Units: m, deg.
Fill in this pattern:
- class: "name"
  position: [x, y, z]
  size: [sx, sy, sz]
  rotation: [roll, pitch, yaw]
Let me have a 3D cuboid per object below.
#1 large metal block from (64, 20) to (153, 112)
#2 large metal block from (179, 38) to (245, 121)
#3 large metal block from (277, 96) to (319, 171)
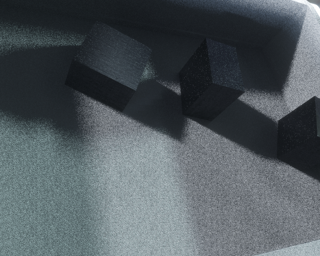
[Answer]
- class: "large metal block"
  position: [-0.065, -0.081, 0.403]
  size: [0.080, 0.050, 0.080]
  rotation: [26, 53, -12]
- class: "large metal block"
  position: [0.071, -0.068, 0.450]
  size: [0.050, 0.080, 0.080]
  rotation: [12, 57, -22]
- class: "large metal block"
  position: [0.234, 0.010, 0.490]
  size: [0.050, 0.080, 0.080]
  rotation: [27, 52, -12]
